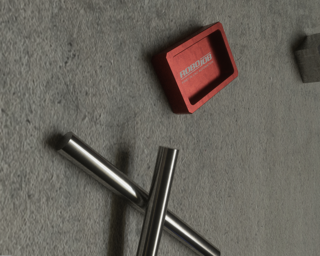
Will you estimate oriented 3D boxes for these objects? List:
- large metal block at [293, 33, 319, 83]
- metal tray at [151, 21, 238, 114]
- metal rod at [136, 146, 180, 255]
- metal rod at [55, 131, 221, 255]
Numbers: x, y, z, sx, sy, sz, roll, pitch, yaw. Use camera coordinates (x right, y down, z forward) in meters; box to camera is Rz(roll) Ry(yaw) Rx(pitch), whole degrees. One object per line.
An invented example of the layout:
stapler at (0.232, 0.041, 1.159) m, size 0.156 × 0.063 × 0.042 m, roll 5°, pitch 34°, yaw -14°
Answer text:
large metal block at (0.346, -0.156, 0.682) m, size 0.080 × 0.050 × 0.080 m, roll -44°, pitch 117°, yaw -31°
metal tray at (0.056, -0.088, 0.450) m, size 0.131 × 0.030 × 0.090 m, roll -38°, pitch 114°, yaw -33°
metal rod at (-0.020, 0.170, 0.368) m, size 0.025 × 0.025 × 0.298 m, roll 13°, pitch 89°, yaw -40°
metal rod at (-0.009, 0.104, 0.399) m, size 0.300 × 0.025 × 0.025 m, roll 45°, pitch 63°, yaw -31°
